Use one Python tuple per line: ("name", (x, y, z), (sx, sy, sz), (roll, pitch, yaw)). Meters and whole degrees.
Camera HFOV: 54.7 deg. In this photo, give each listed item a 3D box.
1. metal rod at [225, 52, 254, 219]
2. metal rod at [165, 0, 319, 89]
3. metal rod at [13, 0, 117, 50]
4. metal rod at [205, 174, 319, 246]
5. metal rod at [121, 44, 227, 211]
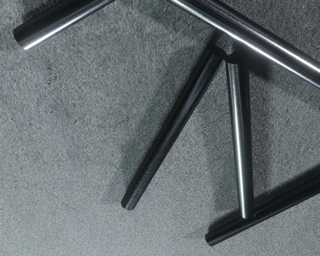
("metal rod", (0.117, 0.034, 0.436), (0.025, 0.025, 0.299), (-10, 130, 8))
("metal rod", (0.136, -0.080, 0.339), (0.302, 0.025, 0.025), (23, 126, -19))
("metal rod", (-0.011, -0.148, 0.280), (0.300, 0.025, 0.025), (-22, 127, 17))
("metal rod", (0.197, 0.130, 0.518), (0.025, 0.025, 0.299), (36, 122, -26))
("metal rod", (0.005, 0.021, 0.424), (0.025, 0.025, 0.298), (18, 128, -15))
